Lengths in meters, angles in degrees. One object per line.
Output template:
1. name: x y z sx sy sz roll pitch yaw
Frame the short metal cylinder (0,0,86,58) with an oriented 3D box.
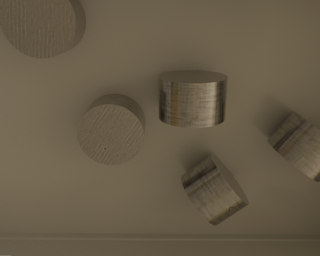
1. short metal cylinder: -0.130 -0.123 0.351 0.081 0.050 0.079 0 110 -1

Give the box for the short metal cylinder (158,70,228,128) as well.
1. short metal cylinder: 0.038 -0.037 0.369 0.081 0.080 0.050 -1 110 0

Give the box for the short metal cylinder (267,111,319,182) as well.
1. short metal cylinder: 0.186 0.022 0.393 0.080 0.080 0.050 33 107 -12

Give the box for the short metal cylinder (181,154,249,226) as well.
1. short metal cylinder: 0.073 0.081 0.413 0.050 0.080 0.080 -38 106 13

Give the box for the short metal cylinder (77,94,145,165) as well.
1. short metal cylinder: -0.060 0.001 0.398 0.081 0.050 0.079 0 110 -1
